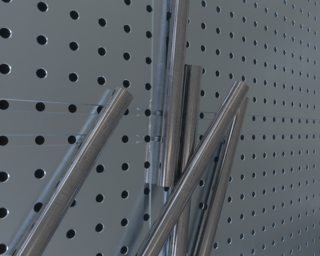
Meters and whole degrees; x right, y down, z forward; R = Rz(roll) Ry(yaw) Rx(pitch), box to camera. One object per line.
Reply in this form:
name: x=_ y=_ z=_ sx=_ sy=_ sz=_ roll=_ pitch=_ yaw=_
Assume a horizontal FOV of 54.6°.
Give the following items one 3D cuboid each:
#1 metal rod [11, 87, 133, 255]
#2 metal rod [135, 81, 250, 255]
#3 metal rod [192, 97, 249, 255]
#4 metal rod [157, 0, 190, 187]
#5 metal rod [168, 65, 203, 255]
metal rod: x=-0.108 y=0.083 z=0.317 sx=0.025 sy=0.025 sz=0.300 roll=42 pitch=65 yaw=-32
metal rod: x=0.042 y=0.063 z=0.411 sx=0.025 sy=0.025 sz=0.300 roll=42 pitch=72 yaw=-32
metal rod: x=0.094 y=0.088 z=0.486 sx=0.025 sy=0.025 sz=0.299 roll=29 pitch=72 yaw=-36
metal rod: x=0.020 y=-0.071 z=0.424 sx=0.025 sy=0.025 sz=0.299 roll=8 pitch=85 yaw=-40
metal rod: x=0.035 y=0.060 z=0.437 sx=0.025 sy=0.025 sz=0.299 roll=9 pitch=84 yaw=-40
